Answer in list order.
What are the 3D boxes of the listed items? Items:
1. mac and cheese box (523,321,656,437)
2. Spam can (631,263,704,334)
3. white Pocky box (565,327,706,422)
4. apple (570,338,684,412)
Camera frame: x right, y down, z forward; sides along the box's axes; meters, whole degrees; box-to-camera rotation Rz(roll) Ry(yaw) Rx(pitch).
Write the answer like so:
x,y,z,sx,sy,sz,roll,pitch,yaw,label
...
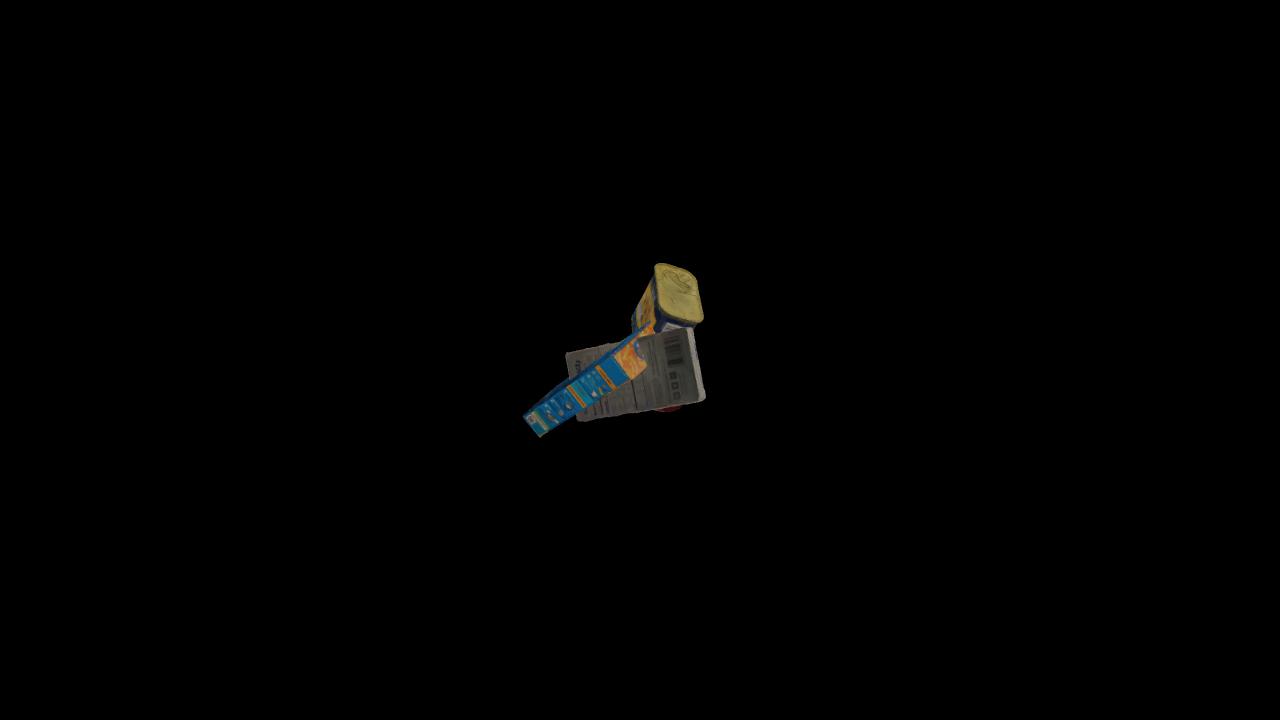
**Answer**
x,y,z,sx,sy,sz,roll,pitch,yaw,label
-0.056,0.025,0.736,0.184,0.041,0.093,-33,6,41,mac and cheese box
0.029,-0.053,0.745,0.058,0.101,0.085,15,-49,-17,Spam can
-0.007,0.018,0.693,0.154,0.084,0.028,-12,-3,24,white Pocky box
0.025,0.014,0.710,0.079,0.093,0.079,16,24,-7,apple
